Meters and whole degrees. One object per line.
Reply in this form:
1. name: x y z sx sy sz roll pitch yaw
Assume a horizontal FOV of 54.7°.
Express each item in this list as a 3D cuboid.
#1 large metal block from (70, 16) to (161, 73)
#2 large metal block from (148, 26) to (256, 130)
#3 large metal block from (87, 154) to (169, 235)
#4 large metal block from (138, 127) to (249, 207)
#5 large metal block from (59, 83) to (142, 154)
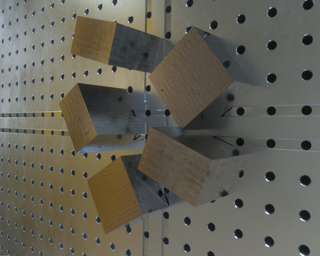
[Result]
1. large metal block: -0.060 -0.112 0.421 0.080 0.081 0.050 23 105 37
2. large metal block: 0.045 -0.054 0.354 0.080 0.050 0.080 -44 64 30
3. large metal block: -0.047 0.090 0.429 0.080 0.050 0.080 -36 68 33
4. large metal block: 0.037 0.037 0.342 0.080 0.081 0.050 28 107 36
5. large metal block: -0.084 -0.013 0.441 0.050 0.081 0.080 -38 67 33
